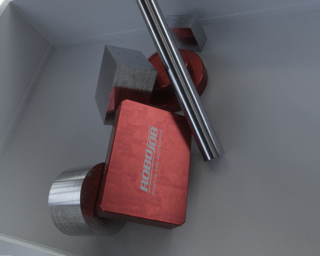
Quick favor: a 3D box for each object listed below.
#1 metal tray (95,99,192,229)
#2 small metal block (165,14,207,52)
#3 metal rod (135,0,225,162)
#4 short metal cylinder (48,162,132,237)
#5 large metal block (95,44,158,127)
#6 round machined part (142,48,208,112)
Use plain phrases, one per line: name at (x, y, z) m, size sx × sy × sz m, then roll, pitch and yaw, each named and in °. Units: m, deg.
metal tray at (-0.014, 0.039, 0.349) m, size 0.030 × 0.091 × 0.130 m, roll 131°, pitch 151°, yaw -57°
small metal block at (0.035, -0.139, 0.455) m, size 0.050 × 0.050 × 0.025 m, roll 11°, pitch 67°, yaw 32°
metal rod at (0.007, -0.101, 0.383) m, size 0.025 × 0.025 × 0.299 m, roll -25°, pitch 78°, yaw 13°
short metal cylinder at (-0.077, 0.082, 0.354) m, size 0.050 × 0.080 × 0.080 m, roll -13°, pitch 56°, yaw 33°
large metal block at (-0.049, -0.056, 0.411) m, size 0.080 × 0.050 × 0.079 m, roll -122°, pitch 43°, yaw -54°
round machined part at (0.013, -0.073, 0.431) m, size 0.098 × 0.042 × 0.098 m, roll -13°, pitch 56°, yaw 20°
